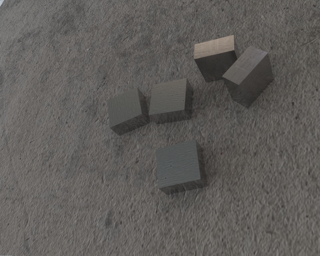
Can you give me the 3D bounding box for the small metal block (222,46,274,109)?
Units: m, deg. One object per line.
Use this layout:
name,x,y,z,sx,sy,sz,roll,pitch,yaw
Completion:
small metal block,0.106,-0.060,0.369,0.050,0.050,0.025,-48,51,-5

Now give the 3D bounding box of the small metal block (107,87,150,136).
small metal block,-0.045,-0.023,0.442,0.050,0.025,0.050,-22,53,14

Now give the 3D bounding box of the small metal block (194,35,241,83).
small metal block,0.077,-0.088,0.402,0.050,0.050,0.025,-8,58,24

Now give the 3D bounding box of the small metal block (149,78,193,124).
small metal block,0.016,-0.036,0.418,0.050,0.025,0.050,-8,58,24

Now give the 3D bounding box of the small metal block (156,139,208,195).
small metal block,0.025,0.046,0.363,0.050,0.025,0.050,-16,55,19
